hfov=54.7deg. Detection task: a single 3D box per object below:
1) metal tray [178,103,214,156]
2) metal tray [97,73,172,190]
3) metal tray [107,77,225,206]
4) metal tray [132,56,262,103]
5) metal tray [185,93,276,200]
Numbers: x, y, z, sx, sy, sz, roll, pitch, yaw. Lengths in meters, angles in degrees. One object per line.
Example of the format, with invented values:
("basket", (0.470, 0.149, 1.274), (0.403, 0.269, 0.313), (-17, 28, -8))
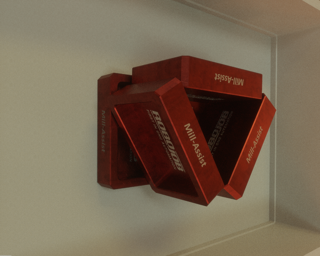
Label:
("metal tray", (0.042, 0.006, 0.437), (0.091, 0.030, 0.129), (2, 88, -40))
("metal tray", (-0.029, 0.004, 0.378), (0.091, 0.030, 0.129), (1, 89, -40))
("metal tray", (0.005, 0.016, 0.327), (0.030, 0.090, 0.129), (-38, 114, -33))
("metal tray", (0.044, -0.051, 0.359), (0.131, 0.090, 0.030), (2, 89, -40))
("metal tray", (0.079, 0.018, 0.388), (0.030, 0.090, 0.130), (43, 64, -32))
